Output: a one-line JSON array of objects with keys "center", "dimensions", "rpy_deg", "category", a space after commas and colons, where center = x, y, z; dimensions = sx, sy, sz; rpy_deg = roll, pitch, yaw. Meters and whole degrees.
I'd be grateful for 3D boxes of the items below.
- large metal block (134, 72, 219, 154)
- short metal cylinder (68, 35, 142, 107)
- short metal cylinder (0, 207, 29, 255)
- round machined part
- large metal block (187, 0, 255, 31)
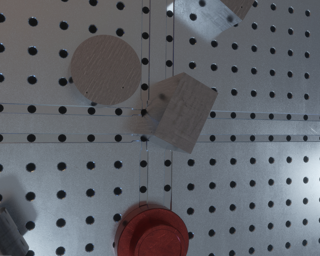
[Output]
[{"center": [0.017, -0.017, 0.390], "dimensions": [0.050, 0.080, 0.080], "rpy_deg": [28, 81, -18], "category": "large metal block"}, {"center": [-0.068, -0.066, 0.374], "dimensions": [0.081, 0.050, 0.080], "rpy_deg": [0, 90, -20], "category": "short metal cylinder"}, {"center": [-0.185, 0.125, 0.315], "dimensions": [0.080, 0.080, 0.050], "rpy_deg": [-28, 100, -18], "category": "short metal cylinder"}, {"center": [-0.006, 0.153, 0.401], "dimensions": [0.099, 0.042, 0.097], "rpy_deg": [0, 90, -20], "category": "round machined part"}, {"center": [0.091, -0.198, 0.432], "dimensions": [0.080, 0.050, 0.080], "rpy_deg": [35, 79, -17], "category": "large metal block"}]
